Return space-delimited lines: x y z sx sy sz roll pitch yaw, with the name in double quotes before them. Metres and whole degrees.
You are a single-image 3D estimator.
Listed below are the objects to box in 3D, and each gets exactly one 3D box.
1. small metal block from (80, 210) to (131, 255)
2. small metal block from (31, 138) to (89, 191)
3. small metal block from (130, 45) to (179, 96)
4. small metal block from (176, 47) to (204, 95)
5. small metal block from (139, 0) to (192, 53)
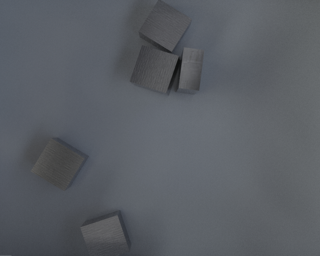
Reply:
"small metal block" -0.071 0.143 0.411 0.050 0.025 0.050 -18 90 -1
"small metal block" -0.131 0.047 0.410 0.050 0.025 0.050 31 90 -1
"small metal block" -0.006 -0.075 0.407 0.050 0.025 0.050 19 90 9
"small metal block" 0.038 -0.072 0.399 0.025 0.050 0.050 7 90 -1
"small metal block" 0.007 -0.132 0.411 0.050 0.025 0.050 32 90 -1
